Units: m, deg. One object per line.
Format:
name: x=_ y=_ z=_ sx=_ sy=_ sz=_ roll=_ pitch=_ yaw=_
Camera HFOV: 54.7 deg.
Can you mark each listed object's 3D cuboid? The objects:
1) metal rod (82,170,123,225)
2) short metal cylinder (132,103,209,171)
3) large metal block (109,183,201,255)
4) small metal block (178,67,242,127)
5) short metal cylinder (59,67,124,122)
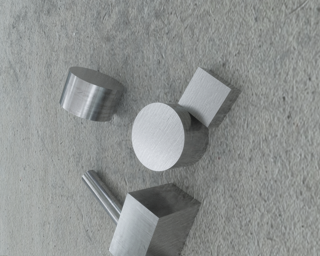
metal rod: x=-0.020 y=0.163 z=0.421 sx=0.300 sy=0.025 sz=0.025 roll=42 pitch=116 yaw=31
short metal cylinder: x=0.012 y=0.010 z=0.379 sx=0.080 sy=0.050 sz=0.080 roll=0 pitch=90 yaw=40
large metal block: x=-0.005 y=0.119 z=0.373 sx=0.050 sy=0.081 sz=0.079 roll=30 pitch=109 yaw=36
small metal block: x=0.056 y=-0.035 z=0.358 sx=0.050 sy=0.025 sz=0.050 roll=43 pitch=116 yaw=31
short metal cylinder: x=-0.099 y=-0.050 z=0.451 sx=0.080 sy=0.081 sz=0.050 roll=36 pitch=112 yaw=34
